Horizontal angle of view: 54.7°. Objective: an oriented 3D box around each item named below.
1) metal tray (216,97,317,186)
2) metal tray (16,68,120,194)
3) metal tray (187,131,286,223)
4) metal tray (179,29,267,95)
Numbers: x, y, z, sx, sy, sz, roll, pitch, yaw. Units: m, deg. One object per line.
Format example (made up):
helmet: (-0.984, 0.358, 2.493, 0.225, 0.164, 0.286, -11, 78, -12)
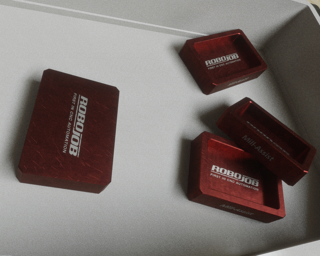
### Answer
metal tray: (0.154, 0.014, 0.444, 0.130, 0.030, 0.091, 41, 34, 16)
metal tray: (-0.098, 0.002, 0.349, 0.091, 0.030, 0.130, 14, 56, -21)
metal tray: (0.103, 0.066, 0.416, 0.131, 0.030, 0.090, 20, 54, -17)
metal tray: (0.108, -0.114, 0.522, 0.131, 0.030, 0.090, -21, 73, -30)
